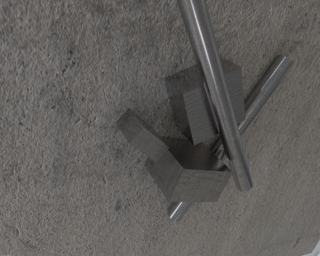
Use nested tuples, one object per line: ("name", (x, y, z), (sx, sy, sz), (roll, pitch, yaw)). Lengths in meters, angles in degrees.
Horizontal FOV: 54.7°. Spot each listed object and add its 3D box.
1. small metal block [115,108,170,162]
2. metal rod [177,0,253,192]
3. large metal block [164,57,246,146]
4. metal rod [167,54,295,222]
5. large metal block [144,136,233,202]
("small metal block", (-0.022, 0.009, 0.384), (0.025, 0.050, 0.050), (-47, 129, 4))
("metal rod", (0.075, -0.021, 0.370), (0.025, 0.025, 0.299), (-32, 129, -8))
("large metal block", (0.060, -0.036, 0.401), (0.080, 0.050, 0.080), (-26, 128, -13))
("metal rod", (0.102, 0.023, 0.476), (0.025, 0.025, 0.299), (24, 105, -37))
("large metal block", (0.037, 0.056, 0.426), (0.081, 0.080, 0.050), (8, 114, -32))
